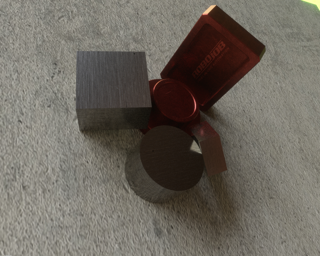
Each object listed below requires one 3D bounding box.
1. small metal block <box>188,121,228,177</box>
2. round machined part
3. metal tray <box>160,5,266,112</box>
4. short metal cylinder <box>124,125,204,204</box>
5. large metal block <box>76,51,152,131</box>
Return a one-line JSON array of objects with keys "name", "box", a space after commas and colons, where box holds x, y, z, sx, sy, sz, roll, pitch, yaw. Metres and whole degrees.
[{"name": "small metal block", "box": [0.060, 0.025, 0.394, 0.025, 0.050, 0.050, -19, 113, -3]}, {"name": "round machined part", "box": [0.013, -0.028, 0.421, 0.099, 0.042, 0.098, 14, 56, -21]}, {"name": "metal tray", "box": [0.067, -0.090, 0.429, 0.090, 0.129, 0.030, 39, 51, -2]}, {"name": "short metal cylinder", "box": [0.004, 0.044, 0.367, 0.081, 0.050, 0.080, 14, 56, -21]}, {"name": "large metal block", "box": [-0.057, -0.044, 0.371, 0.081, 0.050, 0.080, -2, 62, -10]}]
